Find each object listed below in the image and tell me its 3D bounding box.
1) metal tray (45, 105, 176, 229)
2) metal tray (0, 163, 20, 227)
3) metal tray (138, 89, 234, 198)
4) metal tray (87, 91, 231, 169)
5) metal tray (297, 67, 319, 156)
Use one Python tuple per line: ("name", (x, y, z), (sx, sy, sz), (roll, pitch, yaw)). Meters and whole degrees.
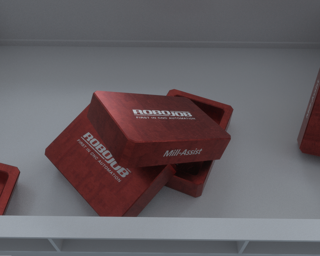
("metal tray", (-0.058, 0.036, 0.349), (0.130, 0.030, 0.090), (38, 81, 28))
("metal tray", (-0.222, 0.067, 0.308), (0.131, 0.030, 0.090), (19, 48, -18))
("metal tray", (0.030, 0.013, 0.390), (0.090, 0.030, 0.130), (19, 52, 15))
("metal tray", (0.000, -0.002, 0.331), (0.131, 0.030, 0.090), (0, 34, -37))
("metal tray", (0.224, -0.025, 0.358), (0.090, 0.129, 0.030), (12, 24, 13))
